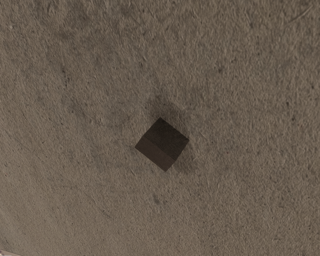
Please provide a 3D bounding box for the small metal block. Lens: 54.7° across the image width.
[{"bbox_3d":[0.004,0.020,0.400,0.050,0.050,0.025,38,129,2],"label":"small metal block"}]
